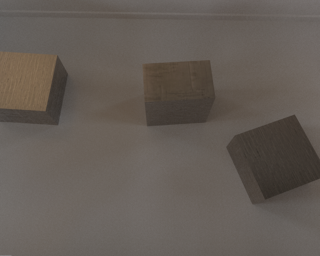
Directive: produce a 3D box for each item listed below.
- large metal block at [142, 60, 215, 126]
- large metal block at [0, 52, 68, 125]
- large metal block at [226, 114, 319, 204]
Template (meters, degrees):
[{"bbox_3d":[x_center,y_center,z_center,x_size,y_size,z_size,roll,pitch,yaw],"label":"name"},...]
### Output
[{"bbox_3d":[0.021,-0.042,0.396,0.081,0.080,0.050,-4,70,-2],"label":"large metal block"},{"bbox_3d":[-0.176,-0.052,0.413,0.081,0.050,0.080,4,70,1],"label":"large metal block"},{"bbox_3d":[0.140,0.040,0.384,0.081,0.050,0.080,-19,71,-7],"label":"large metal block"}]
